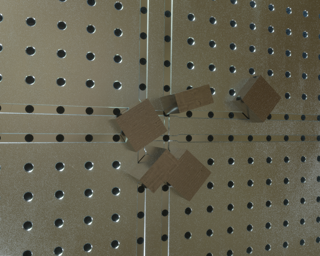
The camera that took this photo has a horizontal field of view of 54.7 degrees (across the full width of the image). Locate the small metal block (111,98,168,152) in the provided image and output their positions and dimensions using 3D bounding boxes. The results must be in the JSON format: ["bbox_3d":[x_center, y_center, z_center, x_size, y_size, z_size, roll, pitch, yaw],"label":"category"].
[{"bbox_3d":[-0.027,-0.004,0.404,0.050,0.025,0.050,-35,102,-17],"label":"small metal block"}]

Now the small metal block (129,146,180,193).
[{"bbox_3d":[-0.008,0.052,0.397,0.025,0.050,0.050,46,76,-15],"label":"small metal block"}]

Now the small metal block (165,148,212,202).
[{"bbox_3d":[0.034,0.064,0.426,0.050,0.025,0.050,44,76,-15],"label":"small metal block"}]

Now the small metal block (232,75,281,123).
[{"bbox_3d":[0.146,-0.043,0.468,0.050,0.025,0.050,43,76,-16],"label":"small metal block"}]

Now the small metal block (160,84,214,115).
[{"bbox_3d":[0.035,-0.037,0.413,0.050,0.050,0.025,-18,96,-20],"label":"small metal block"}]
